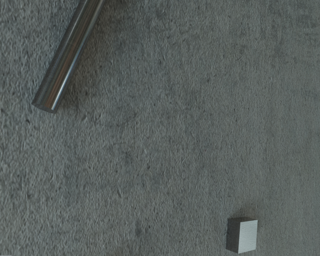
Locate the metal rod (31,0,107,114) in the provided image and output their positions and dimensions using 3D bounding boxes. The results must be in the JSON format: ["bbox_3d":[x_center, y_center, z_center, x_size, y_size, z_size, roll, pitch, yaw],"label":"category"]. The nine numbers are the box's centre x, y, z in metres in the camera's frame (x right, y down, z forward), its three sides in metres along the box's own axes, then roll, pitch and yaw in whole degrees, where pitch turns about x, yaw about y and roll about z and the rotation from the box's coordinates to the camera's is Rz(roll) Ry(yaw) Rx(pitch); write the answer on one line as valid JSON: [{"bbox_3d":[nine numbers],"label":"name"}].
[{"bbox_3d":[-0.069,-0.156,0.347,0.025,0.025,0.299,30,71,-36],"label":"metal rod"}]

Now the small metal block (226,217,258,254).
[{"bbox_3d":[0.139,0.180,0.525,0.050,0.025,0.050,9,84,-40],"label":"small metal block"}]
